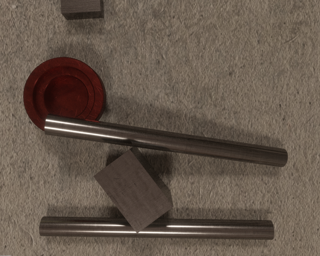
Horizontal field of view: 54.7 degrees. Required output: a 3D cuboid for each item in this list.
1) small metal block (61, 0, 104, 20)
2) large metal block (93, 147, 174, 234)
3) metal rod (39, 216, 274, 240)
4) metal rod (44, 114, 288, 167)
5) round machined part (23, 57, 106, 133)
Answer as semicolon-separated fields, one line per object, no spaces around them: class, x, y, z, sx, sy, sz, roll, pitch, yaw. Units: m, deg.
small metal block;-0.103;-0.173;0.409;0.050;0.025;0.050;-4;90;-1
large metal block;-0.029;0.070;0.382;0.050;0.080;0.080;-37;91;0
metal rod;-0.003;0.132;0.410;0.302;0.025;0.025;1;90;-1
metal rod;0.016;0.018;0.386;0.302;0.025;0.025;9;90;-10
round machined part;-0.118;-0.039;0.400;0.099;0.042;0.097;0;90;-1
